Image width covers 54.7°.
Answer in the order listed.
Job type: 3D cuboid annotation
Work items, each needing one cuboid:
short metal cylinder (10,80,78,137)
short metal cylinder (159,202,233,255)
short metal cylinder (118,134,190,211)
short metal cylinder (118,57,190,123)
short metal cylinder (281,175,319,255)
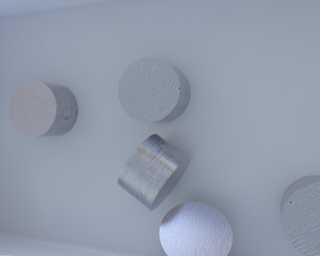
[{"bbox_3d":[-0.170,-0.027,0.455,0.080,0.050,0.079,0,90,19],"label":"short metal cylinder"},{"bbox_3d":[0.041,0.134,0.359,0.080,0.080,0.050,16,136,19],"label":"short metal cylinder"},{"bbox_3d":[-0.006,0.054,0.383,0.050,0.080,0.080,35,101,16],"label":"short metal cylinder"},{"bbox_3d":[-0.006,-0.046,0.399,0.080,0.050,0.079,0,90,19],"label":"short metal cylinder"},{"bbox_3d":[0.175,0.095,0.336,0.080,0.050,0.079,0,90,19],"label":"short metal cylinder"}]
